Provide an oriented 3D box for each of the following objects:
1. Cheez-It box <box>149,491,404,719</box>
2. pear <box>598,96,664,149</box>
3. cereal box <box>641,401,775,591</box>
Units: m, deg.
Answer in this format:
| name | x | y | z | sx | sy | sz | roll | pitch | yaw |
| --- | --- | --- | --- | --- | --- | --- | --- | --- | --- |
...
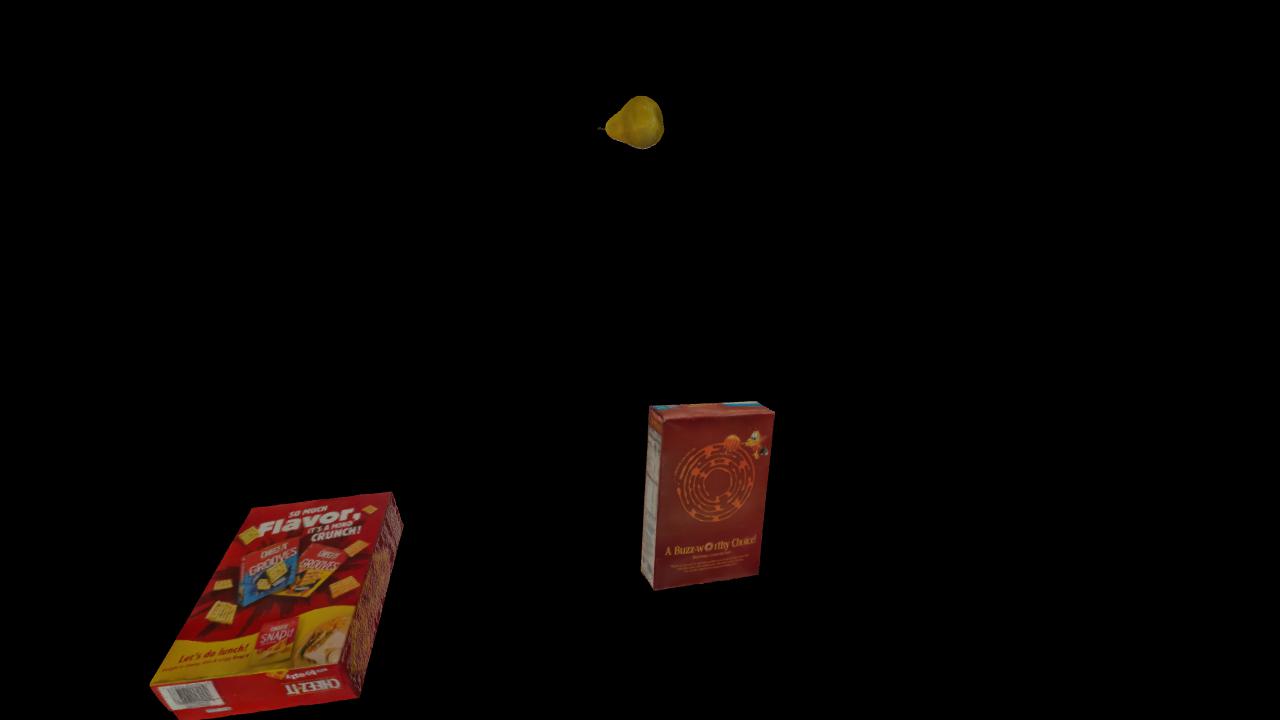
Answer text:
| name | x | y | z | sx | sy | sz | roll | pitch | yaw |
| --- | --- | --- | --- | --- | --- | --- | --- | --- | --- |
| Cheez-It box | -0.361 | 0.246 | 0.651 | 0.166 | 0.071 | 0.223 | -6 | 33 | -5 |
| pear | -0.019 | -0.372 | 0.983 | 0.111 | 0.080 | 0.080 | -10 | -4 | 22 |
| cereal box | 0.112 | 0.225 | 1.043 | 0.203 | 0.306 | 0.081 | -2 | 13 | -19 |
